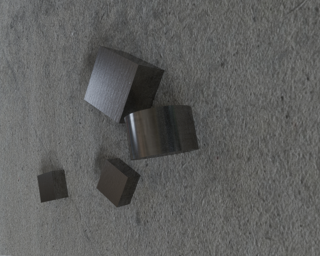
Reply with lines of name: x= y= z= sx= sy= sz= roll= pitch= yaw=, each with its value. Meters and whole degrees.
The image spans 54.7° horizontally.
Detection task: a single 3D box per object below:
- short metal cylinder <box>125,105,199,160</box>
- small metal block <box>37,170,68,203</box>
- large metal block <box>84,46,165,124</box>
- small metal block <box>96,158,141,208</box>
short metal cylinder: x=0.002 y=0.007 z=0.366 sx=0.080 sy=0.081 sz=0.050 roll=-15 pitch=80 yaw=38
small metal block: x=-0.195 y=0.106 z=0.563 sx=0.050 sy=0.025 sz=0.050 roll=-19 pitch=78 yaw=38
large metal block: x=-0.051 y=-0.059 z=0.429 sx=0.080 sy=0.050 sz=0.079 roll=32 pitch=110 yaw=35
small metal block: x=-0.062 y=0.079 z=0.453 sx=0.050 sy=0.025 sz=0.050 roll=32 pitch=110 yaw=35
